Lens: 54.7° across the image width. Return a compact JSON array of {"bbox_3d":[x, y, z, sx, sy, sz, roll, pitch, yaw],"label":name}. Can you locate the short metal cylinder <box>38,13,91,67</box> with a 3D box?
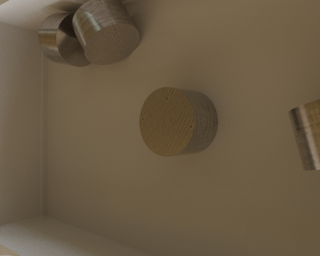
[{"bbox_3d":[-0.140,-0.139,0.487,0.050,0.081,0.079,17,101,39],"label":"short metal cylinder"}]

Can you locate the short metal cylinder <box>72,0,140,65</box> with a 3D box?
[{"bbox_3d":[-0.075,-0.134,0.433,0.080,0.081,0.050,-40,66,33],"label":"short metal cylinder"}]

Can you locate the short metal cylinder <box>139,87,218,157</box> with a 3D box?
[{"bbox_3d":[0.022,-0.007,0.373,0.080,0.050,0.080,0,90,40],"label":"short metal cylinder"}]

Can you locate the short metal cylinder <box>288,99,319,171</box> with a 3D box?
[{"bbox_3d":[0.151,0.001,0.247,0.080,0.081,0.050,-18,79,38],"label":"short metal cylinder"}]
